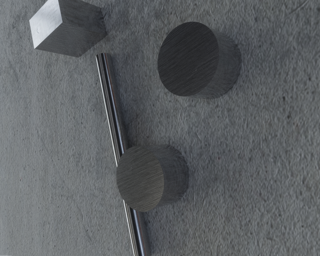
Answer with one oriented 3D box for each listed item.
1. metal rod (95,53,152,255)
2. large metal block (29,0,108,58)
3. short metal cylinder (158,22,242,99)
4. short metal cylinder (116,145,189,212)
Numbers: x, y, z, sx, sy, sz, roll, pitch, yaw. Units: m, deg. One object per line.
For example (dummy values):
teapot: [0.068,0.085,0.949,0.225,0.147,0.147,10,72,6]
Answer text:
metal rod: [-0.056,0.033,0.450,0.025,0.025,0.299,-21,77,38]
large metal block: [-0.144,-0.158,0.488,0.080,0.081,0.050,-23,76,37]
short metal cylinder: [0.044,-0.074,0.352,0.080,0.050,0.080,0,90,40]
short metal cylinder: [-0.010,0.062,0.397,0.080,0.050,0.080,0,90,40]
